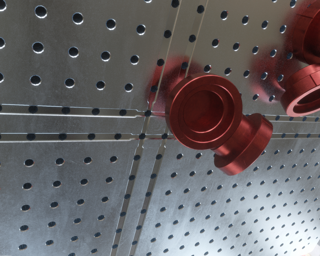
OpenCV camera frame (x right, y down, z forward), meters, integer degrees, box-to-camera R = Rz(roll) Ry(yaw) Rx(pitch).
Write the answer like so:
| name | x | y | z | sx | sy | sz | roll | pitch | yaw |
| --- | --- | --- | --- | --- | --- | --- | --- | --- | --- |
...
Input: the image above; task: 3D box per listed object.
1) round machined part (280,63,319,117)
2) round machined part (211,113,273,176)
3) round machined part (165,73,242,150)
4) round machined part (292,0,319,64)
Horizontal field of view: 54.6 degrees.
| name | x | y | z | sx | sy | sz | roll | pitch | yaw |
| --- | --- | --- | --- | --- | --- | --- | --- | --- | --- |
| round machined part | 0.230 | -0.061 | 0.469 | 0.099 | 0.042 | 0.098 | -14 | 154 | -7 |
| round machined part | 0.109 | 0.016 | 0.443 | 0.042 | 0.098 | 0.098 | 38 | 98 | -7 |
| round machined part | 0.053 | -0.024 | 0.404 | 0.099 | 0.042 | 0.097 | -6 | 110 | -15 |
| round machined part | 0.245 | -0.136 | 0.449 | 0.099 | 0.042 | 0.097 | -14 | 124 | -21 |
